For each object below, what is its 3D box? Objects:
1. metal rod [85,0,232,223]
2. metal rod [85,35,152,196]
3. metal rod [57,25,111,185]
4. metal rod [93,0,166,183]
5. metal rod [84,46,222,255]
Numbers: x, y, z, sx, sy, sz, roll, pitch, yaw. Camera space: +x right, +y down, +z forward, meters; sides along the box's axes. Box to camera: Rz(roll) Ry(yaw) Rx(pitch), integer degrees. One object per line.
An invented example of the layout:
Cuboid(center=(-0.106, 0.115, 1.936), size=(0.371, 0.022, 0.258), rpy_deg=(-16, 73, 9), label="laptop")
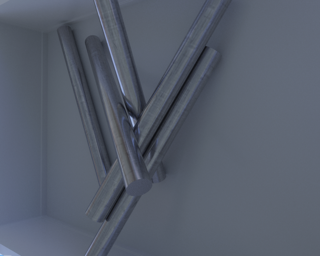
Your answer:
Cuboid(center=(-0.004, -0.023, 0.355), size=(0.025, 0.025, 0.299), rpy_deg=(35, 98, 34), label="metal rod")
Cuboid(center=(-0.064, -0.041, 0.393), size=(0.025, 0.025, 0.300), rpy_deg=(-54, 38, 26), label="metal rod")
Cuboid(center=(-0.122, -0.036, 0.507), size=(0.025, 0.025, 0.299), rpy_deg=(-30, 71, 36), label="metal rod")
Cuboid(center=(-0.039, -0.067, 0.357), size=(0.025, 0.025, 0.298), rpy_deg=(5, 119, 40), label="metal rod")
Cuboid(center=(-0.013, 0.040, 0.372), size=(0.025, 0.025, 0.299), rpy_deg=(34, 97, 35), label="metal rod")
